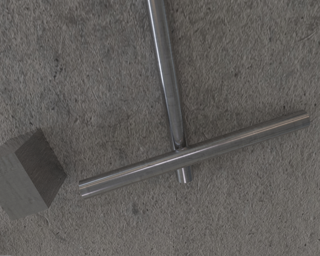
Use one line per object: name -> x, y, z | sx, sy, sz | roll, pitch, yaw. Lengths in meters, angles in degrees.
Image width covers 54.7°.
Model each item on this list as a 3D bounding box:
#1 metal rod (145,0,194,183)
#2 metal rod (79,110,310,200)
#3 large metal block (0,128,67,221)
metal rod -> 0.010, -0.067, 0.385 | 0.025, 0.025, 0.298 | -9, 110, 3
metal rod -> 0.047, 0.033, 0.397 | 0.302, 0.025, 0.025 | -17, 110, -4
large metal block -> -0.172, 0.057, 0.400 | 0.050, 0.080, 0.080 | -20, 109, 7
